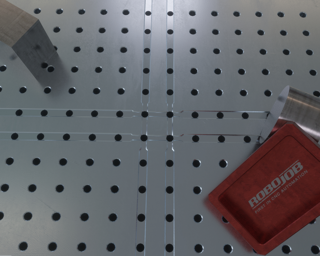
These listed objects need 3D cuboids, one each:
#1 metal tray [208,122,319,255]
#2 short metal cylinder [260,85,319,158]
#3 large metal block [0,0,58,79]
[{"bbox_3d":[0.130,0.068,0.346,0.090,0.030,0.129,47,112,14],"label":"metal tray"},{"bbox_3d":[0.166,-0.007,0.386,0.050,0.080,0.080,24,72,8],"label":"short metal cylinder"},{"bbox_3d":[-0.200,-0.124,0.426,0.080,0.080,0.050,31,73,10],"label":"large metal block"}]
